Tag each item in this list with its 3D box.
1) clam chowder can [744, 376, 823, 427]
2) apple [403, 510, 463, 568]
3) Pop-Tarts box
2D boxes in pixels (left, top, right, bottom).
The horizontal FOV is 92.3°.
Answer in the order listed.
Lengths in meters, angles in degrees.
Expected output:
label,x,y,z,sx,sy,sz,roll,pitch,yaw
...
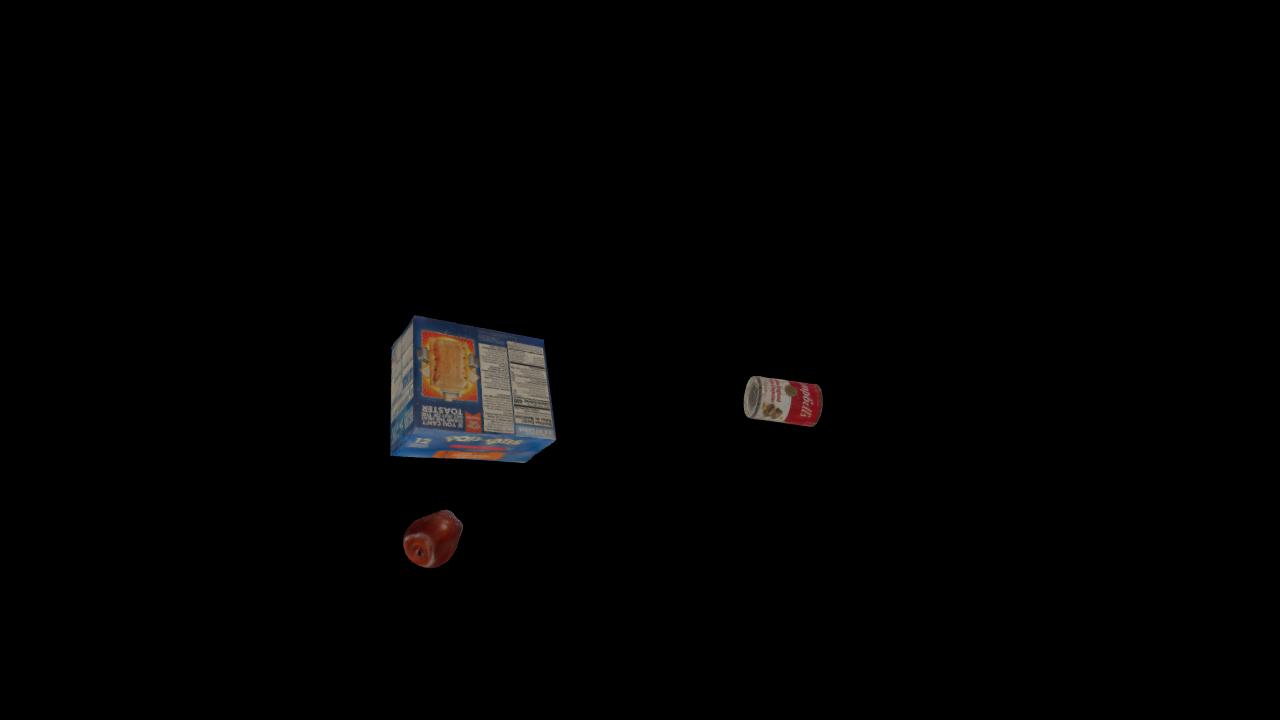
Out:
label,x,y,z,sx,sy,sz,roll,pitch,yaw
clam chowder can,0.217,0.063,0.941,0.102,0.068,0.068,8,-1,-8
apple,-0.314,0.273,0.939,0.079,0.079,0.093,0,15,16
Pop-Tarts box,-0.198,0.040,0.727,0.167,0.141,0.083,10,-35,-36
